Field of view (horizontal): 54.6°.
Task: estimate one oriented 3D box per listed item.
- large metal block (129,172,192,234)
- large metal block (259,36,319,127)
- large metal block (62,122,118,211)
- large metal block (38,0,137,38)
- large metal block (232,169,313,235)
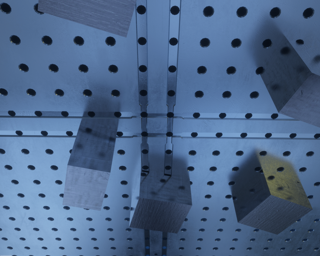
[{"bbox_3d":[-0.001,0.121,0.498,0.080,0.050,0.079,11,129,-9],"label":"large metal block"},{"bbox_3d":[0.166,-0.047,0.337,0.080,0.080,0.050,17,128,-14],"label":"large metal block"},{"bbox_3d":[-0.094,0.051,0.418,0.050,0.080,0.079,12,129,-10],"label":"large metal block"},{"bbox_3d":[-0.057,-0.139,0.276,0.080,0.050,0.079,14,129,-12],"label":"large metal block"},{"bbox_3d":[0.177,0.120,0.499,0.080,0.050,0.080,21,127,-17],"label":"large metal block"}]
